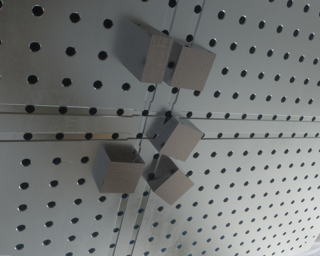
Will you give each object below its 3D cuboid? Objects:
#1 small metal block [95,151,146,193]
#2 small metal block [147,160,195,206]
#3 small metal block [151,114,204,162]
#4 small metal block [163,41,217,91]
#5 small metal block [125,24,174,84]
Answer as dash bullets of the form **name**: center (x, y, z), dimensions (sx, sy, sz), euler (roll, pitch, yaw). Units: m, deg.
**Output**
- **small metal block**: center (-0.054, 0.061, 0.421), dimensions (0.050, 0.025, 0.050), euler (8, 114, -32)
- **small metal block**: center (0.017, 0.084, 0.475), dimensions (0.050, 0.025, 0.050), euler (-43, 130, 1)
- **small metal block**: center (0.025, 0.015, 0.436), dimensions (0.050, 0.025, 0.050), euler (23, 106, -37)
- **small metal block**: center (0.035, -0.076, 0.385), dimensions (0.050, 0.025, 0.050), euler (4, 116, -31)
- **small metal block**: center (-0.014, -0.081, 0.339), dimensions (0.025, 0.050, 0.050), euler (1, 118, -30)
